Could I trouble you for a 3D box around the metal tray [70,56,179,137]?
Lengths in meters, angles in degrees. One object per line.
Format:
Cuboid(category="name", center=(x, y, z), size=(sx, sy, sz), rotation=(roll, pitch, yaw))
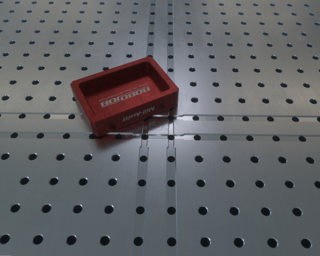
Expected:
Cuboid(category="metal tray", center=(-0.050, -0.049, 0.445), size=(0.131, 0.030, 0.090), rotation=(-23, 54, -18))
